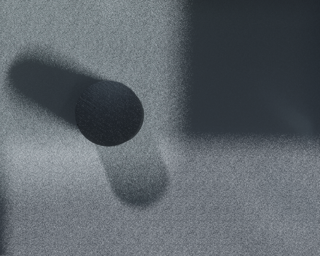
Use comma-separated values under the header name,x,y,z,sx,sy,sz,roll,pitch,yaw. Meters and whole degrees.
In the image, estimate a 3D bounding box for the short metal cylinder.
name,x,y,z,sx,sy,sz,roll,pitch,yaw
short metal cylinder,-0.062,-0.018,0.399,0.080,0.050,0.080,0,90,0
